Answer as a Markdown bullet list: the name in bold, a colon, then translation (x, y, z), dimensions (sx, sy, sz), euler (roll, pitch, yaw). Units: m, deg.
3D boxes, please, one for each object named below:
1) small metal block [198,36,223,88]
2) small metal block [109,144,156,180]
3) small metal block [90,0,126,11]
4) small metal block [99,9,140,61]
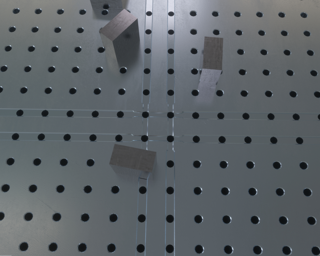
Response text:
- **small metal block**: translation (0.070, -0.091, 0.432), dimensions (0.025, 0.050, 0.050), euler (5, 70, 2)
- **small metal block**: translation (-0.031, 0.043, 0.383), dimensions (0.050, 0.050, 0.025), euler (11, 71, 4)
- **small metal block**: translation (-0.080, -0.216, 0.491), dimensions (0.050, 0.025, 0.050), euler (7, 70, 2)
- **small metal block**: translation (-0.057, -0.133, 0.447), dimensions (0.025, 0.050, 0.050), euler (39, 75, 13)
